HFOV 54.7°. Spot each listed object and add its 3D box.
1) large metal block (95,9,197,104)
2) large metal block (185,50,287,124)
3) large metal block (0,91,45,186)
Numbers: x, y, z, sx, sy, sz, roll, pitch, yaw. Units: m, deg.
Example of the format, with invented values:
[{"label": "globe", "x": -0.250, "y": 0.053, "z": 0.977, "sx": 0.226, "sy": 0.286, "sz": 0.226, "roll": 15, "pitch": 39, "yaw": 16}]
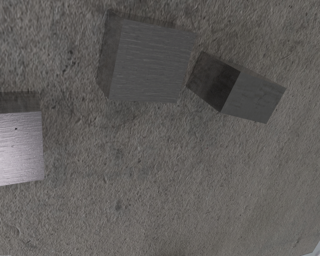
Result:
[{"label": "large metal block", "x": -0.018, "y": -0.075, "z": 0.334, "sx": 0.081, "sy": 0.050, "sz": 0.079, "roll": 1, "pitch": 118, "yaw": -29}, {"label": "large metal block", "x": 0.093, "y": -0.051, "z": 0.390, "sx": 0.081, "sy": 0.080, "sz": 0.050, "roll": 10, "pitch": 113, "yaw": -33}, {"label": "large metal block", "x": -0.163, "y": 0.011, "z": 0.308, "sx": 0.081, "sy": 0.050, "sz": 0.079, "roll": -6, "pitch": 121, "yaw": -26}]
